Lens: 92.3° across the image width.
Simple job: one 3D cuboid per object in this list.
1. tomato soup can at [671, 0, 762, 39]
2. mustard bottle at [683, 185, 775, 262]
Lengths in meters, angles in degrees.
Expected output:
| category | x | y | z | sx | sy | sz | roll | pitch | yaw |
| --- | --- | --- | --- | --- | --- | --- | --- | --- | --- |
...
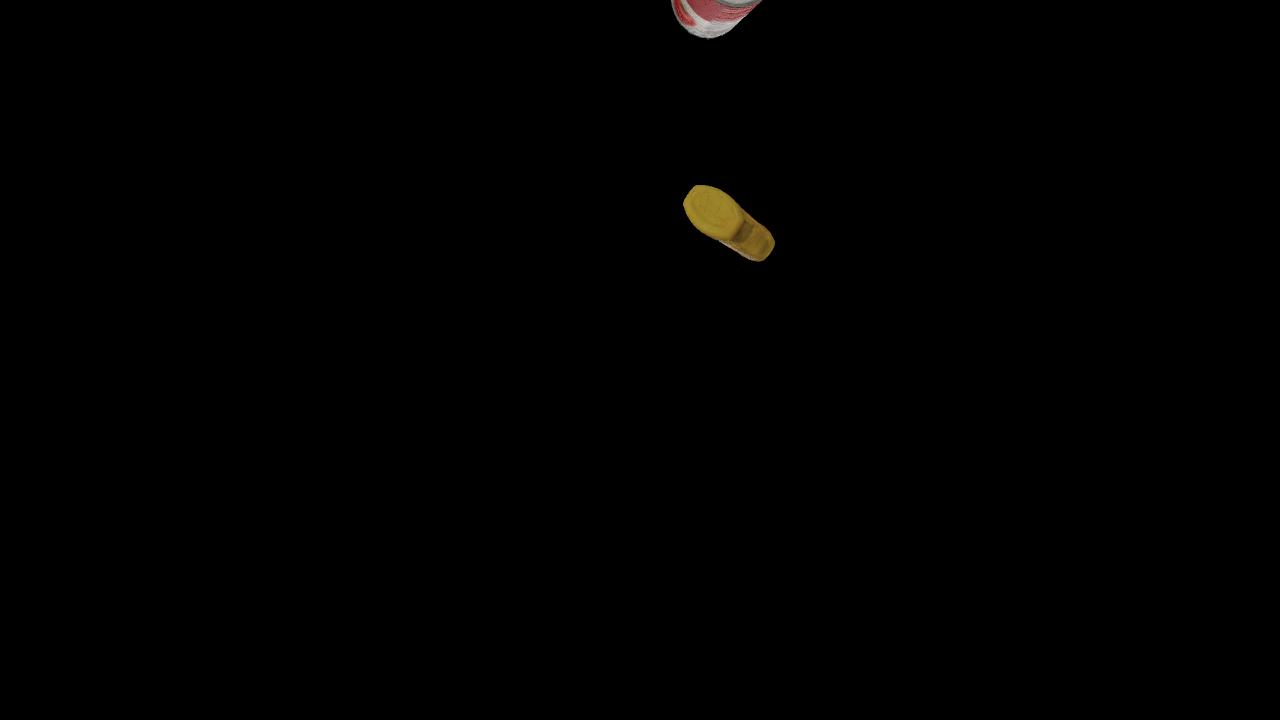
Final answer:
| category | x | y | z | sx | sy | sz | roll | pitch | yaw |
| --- | --- | --- | --- | --- | --- | --- | --- | --- | --- |
| tomato soup can | 0.063 | -0.292 | 0.469 | 0.068 | 0.068 | 0.101 | 0 | 16 | -6 |
| mustard bottle | 0.132 | -0.169 | 0.813 | 0.092 | 0.054 | 0.184 | 38 | 14 | 29 |
